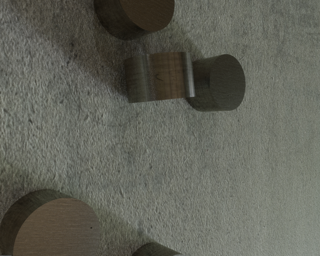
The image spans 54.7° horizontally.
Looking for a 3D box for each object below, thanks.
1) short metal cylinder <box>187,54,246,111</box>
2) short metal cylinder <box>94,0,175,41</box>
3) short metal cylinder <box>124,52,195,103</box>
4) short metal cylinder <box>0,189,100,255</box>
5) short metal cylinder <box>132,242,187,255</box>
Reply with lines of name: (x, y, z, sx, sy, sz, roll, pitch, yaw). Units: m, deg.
short metal cylinder: (0.081, -0.064, 0.456, 0.081, 0.050, 0.080, 0, 90, -40)
short metal cylinder: (-0.029, -0.148, 0.363, 0.081, 0.050, 0.080, 0, 90, -40)
short metal cylinder: (0.000, -0.058, 0.368, 0.081, 0.080, 0.050, -11, 97, -40)
short metal cylinder: (-0.106, 0.103, 0.300, 0.081, 0.050, 0.080, 0, 90, -40)
short metal cylinder: (0.000, 0.192, 0.389, 0.081, 0.050, 0.080, 0, 90, -40)
